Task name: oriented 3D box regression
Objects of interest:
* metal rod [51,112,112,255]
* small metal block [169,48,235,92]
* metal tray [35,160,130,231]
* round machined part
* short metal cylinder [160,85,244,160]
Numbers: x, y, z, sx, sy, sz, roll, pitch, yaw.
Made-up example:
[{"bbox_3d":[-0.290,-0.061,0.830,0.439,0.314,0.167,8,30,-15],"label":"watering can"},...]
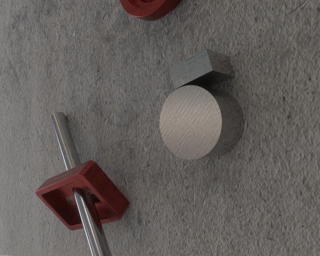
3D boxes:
[{"bbox_3d":[-0.123,0.091,0.477,0.025,0.025,0.299,-49,52,29],"label":"metal rod"},{"bbox_3d":[0.048,-0.063,0.349,0.050,0.050,0.025,-22,76,38],"label":"small metal block"},{"bbox_3d":[-0.120,0.107,0.471,0.130,0.030,0.090,-24,109,37],"label":"metal tray"},{"bbox_3d":[-0.005,-0.187,0.398,0.098,0.042,0.097,0,90,40],"label":"round machined part"},{"bbox_3d":[0.046,-0.006,0.350,0.080,0.050,0.080,0,90,40],"label":"short metal cylinder"}]
